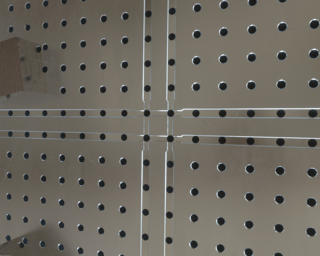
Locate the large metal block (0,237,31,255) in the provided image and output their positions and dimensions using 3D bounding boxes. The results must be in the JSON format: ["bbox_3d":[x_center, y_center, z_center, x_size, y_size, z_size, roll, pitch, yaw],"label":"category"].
[{"bbox_3d":[-0.236,0.225,0.468,0.080,0.080,0.050,47,105,14],"label":"large metal block"}]

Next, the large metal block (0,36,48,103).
[{"bbox_3d":[-0.229,-0.086,0.481,0.080,0.050,0.080,-10,87,19],"label":"large metal block"}]
